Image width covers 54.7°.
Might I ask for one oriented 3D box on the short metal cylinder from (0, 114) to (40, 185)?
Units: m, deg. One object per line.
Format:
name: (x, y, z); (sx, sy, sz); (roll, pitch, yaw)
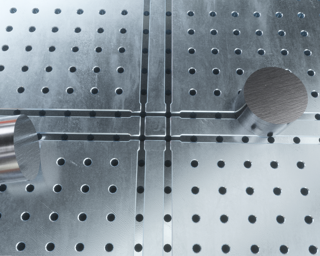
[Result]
short metal cylinder: (-0.183, 0.027, 0.371); (0.050, 0.080, 0.080); (-8, 70, -3)

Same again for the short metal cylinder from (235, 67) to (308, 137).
short metal cylinder: (0.145, -0.034, 0.413); (0.081, 0.050, 0.080); (0, 70, 0)
